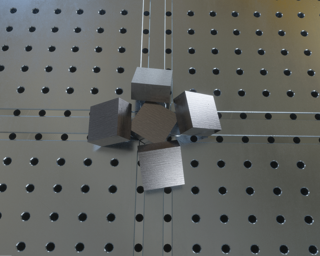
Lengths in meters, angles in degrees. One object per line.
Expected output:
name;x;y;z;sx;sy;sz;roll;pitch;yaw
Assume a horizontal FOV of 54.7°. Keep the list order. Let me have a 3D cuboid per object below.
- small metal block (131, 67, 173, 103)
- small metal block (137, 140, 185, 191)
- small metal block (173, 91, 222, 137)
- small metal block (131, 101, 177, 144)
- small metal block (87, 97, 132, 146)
small metal block;-0.010;-0.059;0.420;0.050;0.025;0.050;6;34;2
small metal block;0.001;0.045;0.382;0.050;0.025;0.050;-8;106;-4
small metal block;0.049;-0.018;0.406;0.050;0.025;0.050;5;65;-36
small metal block;-0.008;-0.004;0.412;0.050;0.025;0.050;30;72;10
small metal block;-0.065;-0.007;0.401;0.050;0.025;0.050;-13;66;32
